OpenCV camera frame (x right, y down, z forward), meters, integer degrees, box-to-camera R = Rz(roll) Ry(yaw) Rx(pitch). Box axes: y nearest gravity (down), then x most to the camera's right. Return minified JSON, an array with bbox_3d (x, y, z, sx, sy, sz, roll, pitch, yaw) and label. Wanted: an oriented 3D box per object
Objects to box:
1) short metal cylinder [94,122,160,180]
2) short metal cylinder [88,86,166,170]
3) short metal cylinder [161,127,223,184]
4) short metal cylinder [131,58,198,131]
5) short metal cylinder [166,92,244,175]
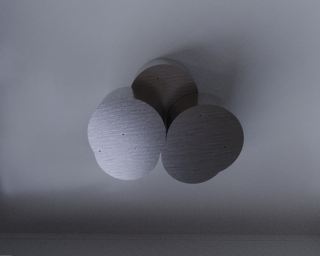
[{"bbox_3d":[-0.040,0.020,0.403,0.081,0.050,0.079,0,110,0],"label":"short metal cylinder"},{"bbox_3d":[-0.034,-0.001,0.342,0.081,0.050,0.079,0,110,0],"label":"short metal cylinder"},{"bbox_3d":[0.042,0.025,0.406,0.081,0.050,0.079,0,110,0],"label":"short metal cylinder"},{"bbox_3d":[0.005,-0.042,0.381,0.081,0.050,0.079,0,110,0],"label":"short metal cylinder"},{"bbox_3d":[0.047,0.005,0.344,0.081,0.050,0.079,0,110,0],"label":"short metal cylinder"}]
